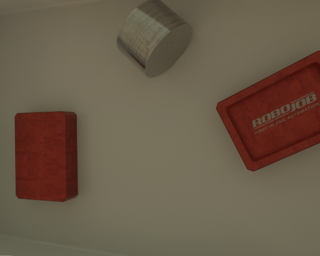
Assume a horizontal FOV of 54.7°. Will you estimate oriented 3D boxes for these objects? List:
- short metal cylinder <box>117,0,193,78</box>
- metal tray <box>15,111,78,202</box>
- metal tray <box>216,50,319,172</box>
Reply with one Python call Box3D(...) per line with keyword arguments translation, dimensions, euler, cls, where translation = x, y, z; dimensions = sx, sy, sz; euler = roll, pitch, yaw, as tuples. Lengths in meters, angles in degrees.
Box3D(translation=(-0.006, -0.109, 0.383), dimensions=(0.050, 0.080, 0.080), euler=(45, 104, 14), cls="short metal cylinder")
Box3D(translation=(-0.172, 0.041, 0.467), dimensions=(0.090, 0.030, 0.129), euler=(-1, 90, 19), cls="metal tray")
Box3D(translation=(0.143, -0.017, 0.357), dimensions=(0.130, 0.030, 0.090), euler=(-28, 81, 17), cls="metal tray")
